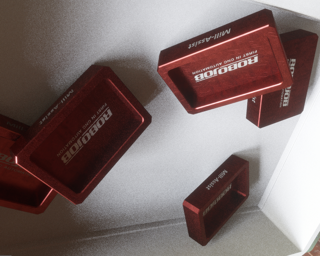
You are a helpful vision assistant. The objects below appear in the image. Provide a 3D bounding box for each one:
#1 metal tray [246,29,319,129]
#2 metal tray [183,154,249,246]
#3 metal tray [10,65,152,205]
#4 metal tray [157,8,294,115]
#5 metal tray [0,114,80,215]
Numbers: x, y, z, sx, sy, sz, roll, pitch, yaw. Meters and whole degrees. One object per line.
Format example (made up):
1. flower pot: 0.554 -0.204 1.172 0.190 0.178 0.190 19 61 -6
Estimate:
1. metal tray: 0.178 -0.071 0.458 0.091 0.030 0.129 -18 126 -18
2. metal tray: 0.095 0.114 0.500 0.131 0.030 0.089 -36 132 -30
3. metal tray: -0.080 0.006 0.337 0.130 0.030 0.090 -50 126 -14
4. metal tray: 0.074 -0.068 0.356 0.130 0.030 0.090 -16 137 26
5. metal tray: -0.167 0.039 0.337 0.131 0.030 0.090 30 102 -38
